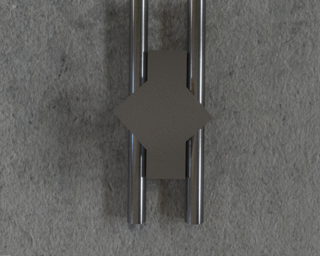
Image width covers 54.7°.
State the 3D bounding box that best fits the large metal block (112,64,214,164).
[{"bbox_3d":[0.003,-0.015,0.372,0.080,0.050,0.080,-41,91,0],"label":"large metal block"}]

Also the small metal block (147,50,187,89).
[{"bbox_3d":[0.009,-0.075,0.410,0.050,0.025,0.050,1,90,-1],"label":"small metal block"}]

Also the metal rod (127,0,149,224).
[{"bbox_3d":[-0.029,-0.025,0.411,0.025,0.025,0.298,1,90,-1],"label":"metal rod"}]

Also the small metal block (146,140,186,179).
[{"bbox_3d":[0.008,0.041,0.410,0.050,0.025,0.050,1,90,-1],"label":"small metal block"}]

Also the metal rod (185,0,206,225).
[{"bbox_3d":[0.047,-0.024,0.412,0.025,0.025,0.298,1,90,-1],"label":"metal rod"}]
